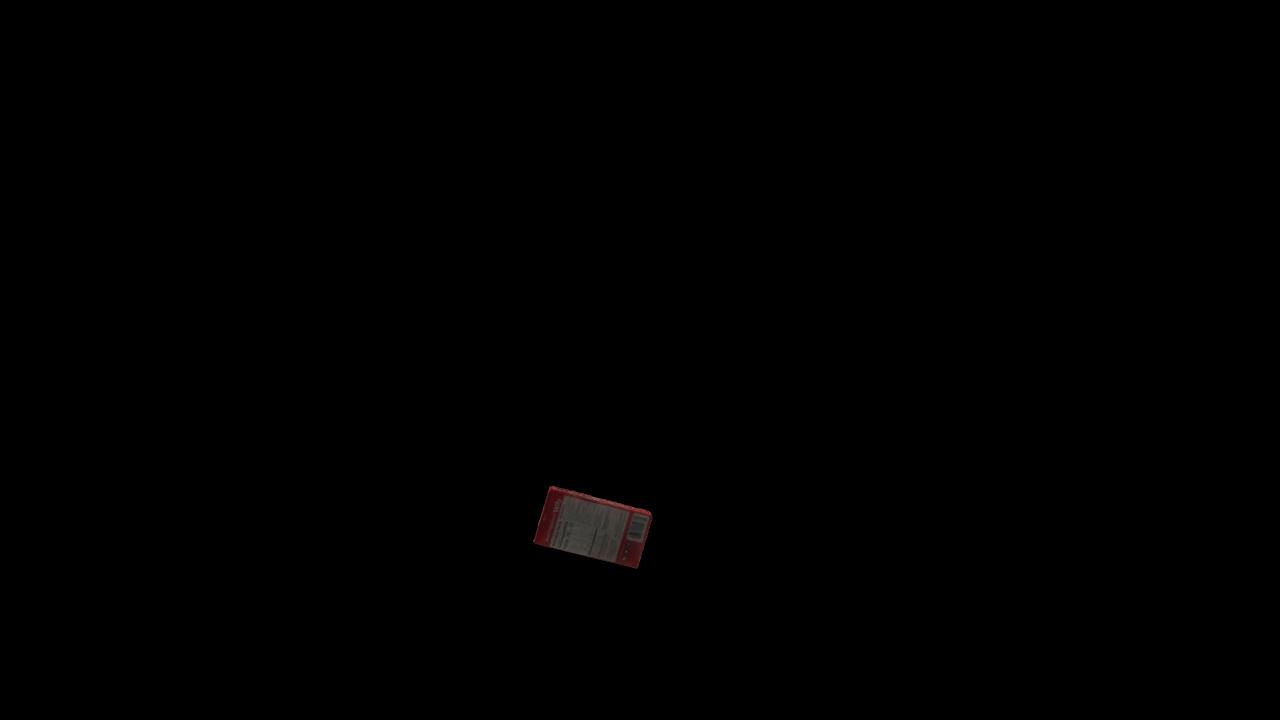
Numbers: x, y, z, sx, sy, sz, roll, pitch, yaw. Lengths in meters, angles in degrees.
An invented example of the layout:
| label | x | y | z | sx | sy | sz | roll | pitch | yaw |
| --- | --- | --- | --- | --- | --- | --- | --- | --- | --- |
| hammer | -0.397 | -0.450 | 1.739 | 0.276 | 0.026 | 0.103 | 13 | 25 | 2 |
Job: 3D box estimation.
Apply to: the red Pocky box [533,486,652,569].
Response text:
| label | x | y | z | sx | sy | sz | roll | pitch | yaw |
| --- | --- | --- | --- | --- | --- | --- | --- | --- | --- |
| red Pocky box | -0.066 | 0.239 | 0.880 | 0.155 | 0.083 | 0.028 | 17 | 1 | -8 |
